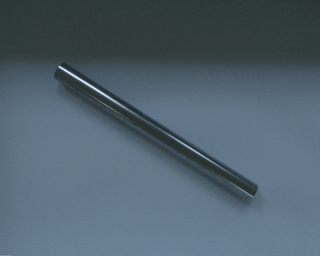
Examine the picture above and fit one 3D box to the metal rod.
[{"bbox_3d":[-0.005,0.005,0.409,0.301,0.025,0.025,32,90,-1],"label":"metal rod"}]
